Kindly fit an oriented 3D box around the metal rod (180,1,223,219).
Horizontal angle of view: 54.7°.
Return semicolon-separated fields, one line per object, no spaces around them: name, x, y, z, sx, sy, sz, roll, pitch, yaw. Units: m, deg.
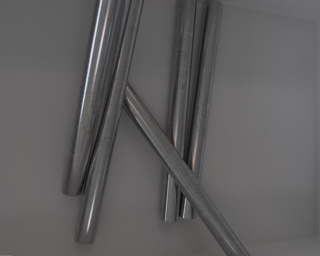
metal rod;0.057;-0.026;0.431;0.025;0.025;0.298;9;87;-20

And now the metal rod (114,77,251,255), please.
metal rod;0.020;0.049;0.391;0.025;0.025;0.299;-36;92;-17

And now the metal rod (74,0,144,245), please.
metal rod;-0.060;-0.009;0.365;0.025;0.025;0.298;11;95;-20

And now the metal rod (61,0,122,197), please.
metal rod;-0.067;-0.059;0.321;0.025;0.025;0.298;8;112;-20

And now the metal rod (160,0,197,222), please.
metal rod;0.025;-0.026;0.419;0.025;0.025;0.298;6;88;-20
